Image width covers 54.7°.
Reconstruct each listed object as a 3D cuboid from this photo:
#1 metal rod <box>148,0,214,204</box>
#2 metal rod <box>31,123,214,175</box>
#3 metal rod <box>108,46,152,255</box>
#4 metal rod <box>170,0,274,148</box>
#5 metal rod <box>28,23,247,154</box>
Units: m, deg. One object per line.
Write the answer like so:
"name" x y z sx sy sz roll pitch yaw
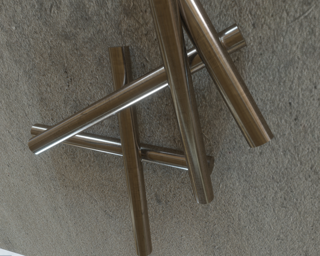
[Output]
"metal rod" 0.024 -0.033 0.324 0.025 0.025 0.298 3 126 27
"metal rod" -0.070 0.027 0.460 0.301 0.025 0.025 9 123 23
"metal rod" -0.037 0.043 0.419 0.025 0.025 0.298 4 110 26
"metal rod" 0.025 -0.116 0.292 0.025 0.025 0.299 -27 95 37
"metal rod" -0.044 -0.034 0.365 0.300 0.025 0.025 -25 105 23
